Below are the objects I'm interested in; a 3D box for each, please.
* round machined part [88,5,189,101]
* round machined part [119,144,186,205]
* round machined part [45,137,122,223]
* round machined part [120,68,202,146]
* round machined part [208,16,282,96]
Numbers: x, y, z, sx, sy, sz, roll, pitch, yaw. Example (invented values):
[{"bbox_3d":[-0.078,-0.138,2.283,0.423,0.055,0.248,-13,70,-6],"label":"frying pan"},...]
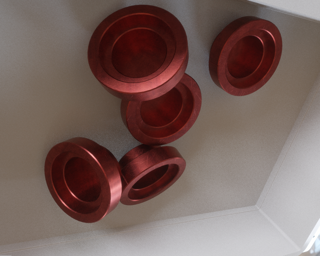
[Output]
[{"bbox_3d":[-0.020,-0.072,0.318,0.098,0.098,0.042,-37,162,-4],"label":"round machined part"},{"bbox_3d":[-0.018,0.056,0.410,0.099,0.042,0.098,-26,150,-16],"label":"round machined part"},{"bbox_3d":[-0.084,0.057,0.363,0.042,0.098,0.097,-28,139,-57],"label":"round machined part"},{"bbox_3d":[-0.002,-0.030,0.379,0.099,0.042,0.097,-14,125,-21],"label":"round machined part"},{"bbox_3d":[0.104,-0.094,0.398,0.099,0.042,0.097,-14,125,-21],"label":"round machined part"}]
